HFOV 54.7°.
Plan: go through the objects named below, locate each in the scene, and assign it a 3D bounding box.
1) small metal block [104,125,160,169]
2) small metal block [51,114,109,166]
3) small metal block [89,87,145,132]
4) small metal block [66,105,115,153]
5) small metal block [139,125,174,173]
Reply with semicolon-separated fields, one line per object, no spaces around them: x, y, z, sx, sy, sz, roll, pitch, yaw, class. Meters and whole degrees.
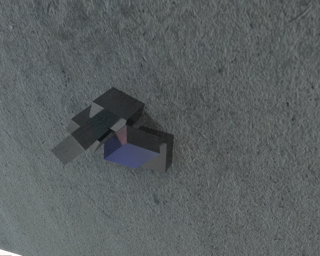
-0.036;0.025;0.393;0.050;0.025;0.050;22;139;-35;small metal block
-0.099;0.015;0.387;0.050;0.050;0.025;-33;100;38;small metal block
-0.055;-0.024;0.405;0.050;0.050;0.025;28;128;10;small metal block
-0.095;-0.001;0.440;0.050;0.050;0.025;39;129;2;small metal block
-0.010;0.029;0.430;0.050;0.025;0.050;15;125;19;small metal block
